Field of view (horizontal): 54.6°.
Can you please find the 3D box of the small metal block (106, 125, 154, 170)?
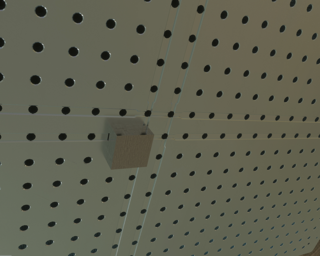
[{"bbox_3d":[-0.040,0.025,0.404,0.050,0.025,0.050,-1,119,-28],"label":"small metal block"}]
